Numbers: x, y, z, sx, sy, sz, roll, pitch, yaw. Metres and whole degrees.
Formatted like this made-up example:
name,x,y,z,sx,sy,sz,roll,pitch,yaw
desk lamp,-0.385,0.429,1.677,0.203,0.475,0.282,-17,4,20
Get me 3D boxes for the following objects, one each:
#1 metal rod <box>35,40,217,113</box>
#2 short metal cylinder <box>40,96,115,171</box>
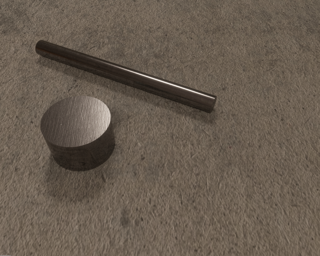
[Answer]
name,x,y,z,sx,sy,sz,roll,pitch,yaw
metal rod,-0.061,-0.083,0.472,0.301,0.025,0.025,20,53,16
short metal cylinder,-0.098,0.006,0.381,0.081,0.050,0.080,0,50,0
